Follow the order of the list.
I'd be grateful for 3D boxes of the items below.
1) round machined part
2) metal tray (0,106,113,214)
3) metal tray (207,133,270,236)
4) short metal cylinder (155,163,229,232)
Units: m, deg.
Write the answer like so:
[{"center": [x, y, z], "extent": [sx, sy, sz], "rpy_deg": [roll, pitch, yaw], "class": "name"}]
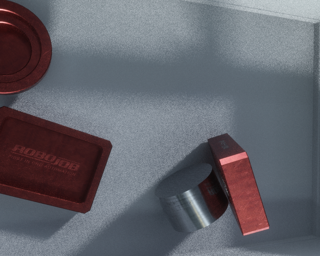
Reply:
[{"center": [-0.171, -0.085, 0.338], "extent": [0.099, 0.042, 0.097], "rpy_deg": [0, 90, -21], "class": "round machined part"}, {"center": [-0.132, 0.038, 0.359], "extent": [0.131, 0.030, 0.090], "rpy_deg": [20, 83, -19], "class": "metal tray"}, {"center": [0.093, 0.062, 0.390], "extent": [0.030, 0.130, 0.090], "rpy_deg": [-18, 97, 5], "class": "metal tray"}, {"center": [0.040, 0.087, 0.398], "extent": [0.080, 0.080, 0.050], "rpy_deg": [-30, 100, -18], "class": "short metal cylinder"}]
